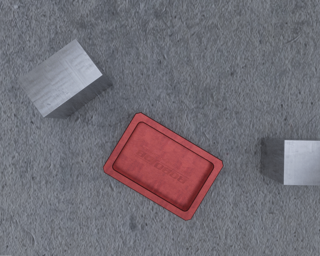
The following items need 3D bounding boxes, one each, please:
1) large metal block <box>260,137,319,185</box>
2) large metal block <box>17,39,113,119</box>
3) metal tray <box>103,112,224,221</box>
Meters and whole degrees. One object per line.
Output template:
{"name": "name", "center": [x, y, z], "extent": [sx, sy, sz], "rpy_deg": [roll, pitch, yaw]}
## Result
{"name": "large metal block", "center": [0.178, 0.039, 0.384], "extent": [0.081, 0.080, 0.050], "rpy_deg": [1, 90, 0]}
{"name": "large metal block", "center": [-0.111, -0.055, 0.382], "extent": [0.080, 0.080, 0.050], "rpy_deg": [-36, 90, 0]}
{"name": "metal tray", "center": [0.004, 0.049, 0.407], "extent": [0.130, 0.030, 0.090], "rpy_deg": [31, 90, 0]}
